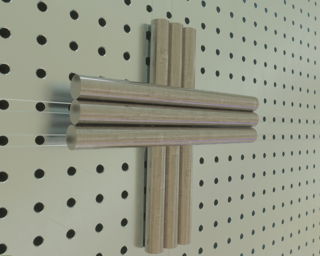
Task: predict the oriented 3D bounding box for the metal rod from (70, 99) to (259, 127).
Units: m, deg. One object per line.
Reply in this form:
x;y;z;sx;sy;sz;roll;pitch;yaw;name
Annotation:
0.032;-0.015;0.402;0.302;0.025;0.025;1;90;-40;metal rod

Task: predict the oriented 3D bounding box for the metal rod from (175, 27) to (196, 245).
0.035;0.010;0.437;0.025;0.025;0.298;2;89;-40;metal rod

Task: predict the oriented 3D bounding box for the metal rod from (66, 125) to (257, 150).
0.029;0.010;0.400;0.302;0.025;0.025;1;90;-40;metal rod

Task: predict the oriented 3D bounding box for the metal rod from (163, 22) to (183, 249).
0.015;0.009;0.421;0.025;0.025;0.298;2;89;-40;metal rod

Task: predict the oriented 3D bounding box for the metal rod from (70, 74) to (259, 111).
0.033;-0.040;0.403;0.302;0.025;0.025;1;90;-40;metal rod

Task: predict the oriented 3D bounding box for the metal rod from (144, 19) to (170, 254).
-0.004;0.010;0.405;0.025;0.025;0.298;2;89;-40;metal rod
